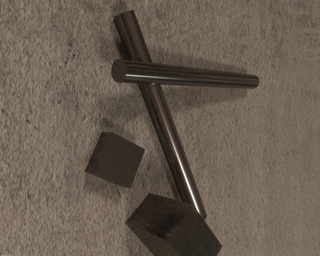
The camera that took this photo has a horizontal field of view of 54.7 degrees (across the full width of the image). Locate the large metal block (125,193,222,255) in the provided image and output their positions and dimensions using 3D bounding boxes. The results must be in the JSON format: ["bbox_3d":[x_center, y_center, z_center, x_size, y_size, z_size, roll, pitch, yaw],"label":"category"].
[{"bbox_3d":[0.017,0.133,0.386,0.050,0.080,0.080,-48,119,-29],"label":"large metal block"}]

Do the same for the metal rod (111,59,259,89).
[{"bbox_3d":[0.060,-0.071,0.435,0.302,0.025,0.025,-6,94,-47],"label":"metal rod"}]

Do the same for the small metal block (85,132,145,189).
[{"bbox_3d":[-0.052,0.038,0.363,0.050,0.025,0.050,32,70,-36],"label":"small metal block"}]

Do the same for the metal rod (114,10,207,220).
[{"bbox_3d":[0.007,-0.003,0.412,0.025,0.025,0.298,-33,111,-35],"label":"metal rod"}]
